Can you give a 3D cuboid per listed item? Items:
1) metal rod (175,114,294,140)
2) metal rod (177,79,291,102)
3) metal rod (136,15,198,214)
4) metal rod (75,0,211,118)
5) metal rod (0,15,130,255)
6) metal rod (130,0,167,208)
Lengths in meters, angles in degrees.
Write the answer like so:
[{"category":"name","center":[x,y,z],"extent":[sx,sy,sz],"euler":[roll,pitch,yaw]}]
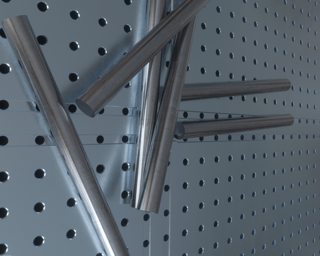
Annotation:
[{"category":"metal rod","center":[0.141,-0.006,0.525],"extent":[0.302,0.025,0.025],"euler":[-5,93,-40]},{"category":"metal rod","center":[0.133,-0.066,0.518],"extent":[0.302,0.025,0.025],"euler":[-9,96,-39]},{"category":"metal rod","center":[0.016,-0.044,0.397],"extent":[0.025,0.025,0.299],"euler":[27,66,-37]},{"category":"metal rod","center":[0.010,-0.122,0.381],"extent":[0.301,0.025,0.025],"euler":[-50,120,-28]},{"category":"metal rod","center":[-0.090,0.034,0.332],"extent":[0.025,0.025,0.299],"euler":[-31,109,-36]},{"category":"metal rod","center":[-0.013,-0.051,0.396],"extent":[0.025,0.025,0.299],"euler":[8,85,-40]}]
